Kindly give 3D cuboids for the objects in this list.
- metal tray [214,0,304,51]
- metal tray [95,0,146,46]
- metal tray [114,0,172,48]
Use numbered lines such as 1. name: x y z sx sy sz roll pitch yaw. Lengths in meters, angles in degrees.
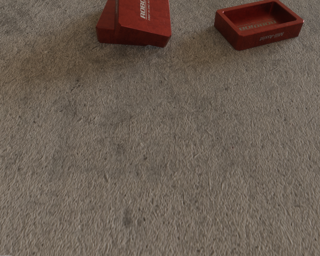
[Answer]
1. metal tray: 0.176 -0.190 0.560 0.131 0.030 0.090 -16 52 -14
2. metal tray: -0.058 -0.204 0.571 0.091 0.030 0.130 5 50 4
3. metal tray: -0.031 -0.206 0.536 0.091 0.030 0.130 7 61 -19
